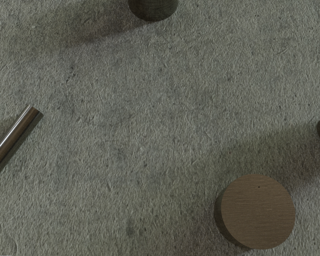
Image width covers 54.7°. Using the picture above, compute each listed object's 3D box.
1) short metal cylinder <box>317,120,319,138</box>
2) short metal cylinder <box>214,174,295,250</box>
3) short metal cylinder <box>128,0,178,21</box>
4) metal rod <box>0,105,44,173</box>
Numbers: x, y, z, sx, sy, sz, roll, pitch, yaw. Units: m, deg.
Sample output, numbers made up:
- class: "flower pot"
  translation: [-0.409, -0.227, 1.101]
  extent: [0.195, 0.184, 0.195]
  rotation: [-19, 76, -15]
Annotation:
- class: "short metal cylinder"
  translation: [0.246, 0.000, 0.381]
  extent: [0.050, 0.080, 0.080]
  rotation: [-43, 76, -14]
- class: "short metal cylinder"
  translation: [0.107, 0.098, 0.360]
  extent: [0.081, 0.050, 0.080]
  rotation: [0, 70, 0]
- class: "short metal cylinder"
  translation: [-0.011, -0.212, 0.472]
  extent: [0.081, 0.050, 0.080]
  rotation: [0, 70, 0]
- class: "metal rod"
  translation: [-0.241, 0.098, 0.370]
  extent: [0.025, 0.025, 0.300]
  rotation: [28, 72, 10]
